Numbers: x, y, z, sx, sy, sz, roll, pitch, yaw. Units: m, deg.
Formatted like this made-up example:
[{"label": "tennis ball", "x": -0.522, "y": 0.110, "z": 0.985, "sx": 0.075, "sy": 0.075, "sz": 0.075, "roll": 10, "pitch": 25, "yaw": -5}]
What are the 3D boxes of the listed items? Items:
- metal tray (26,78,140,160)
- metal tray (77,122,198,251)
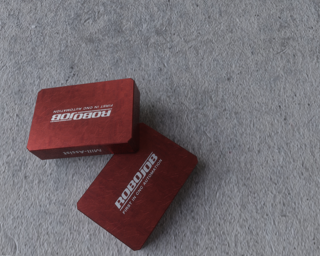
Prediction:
[{"label": "metal tray", "x": -0.093, "y": -0.011, "z": 0.390, "sx": 0.131, "sy": 0.030, "sz": 0.090, "roll": -6, "pitch": 62, "yaw": 9}, {"label": "metal tray", "x": -0.025, "y": 0.069, "z": 0.380, "sx": 0.090, "sy": 0.030, "sz": 0.130, "roll": 33, "pitch": 73, "yaw": 11}]
